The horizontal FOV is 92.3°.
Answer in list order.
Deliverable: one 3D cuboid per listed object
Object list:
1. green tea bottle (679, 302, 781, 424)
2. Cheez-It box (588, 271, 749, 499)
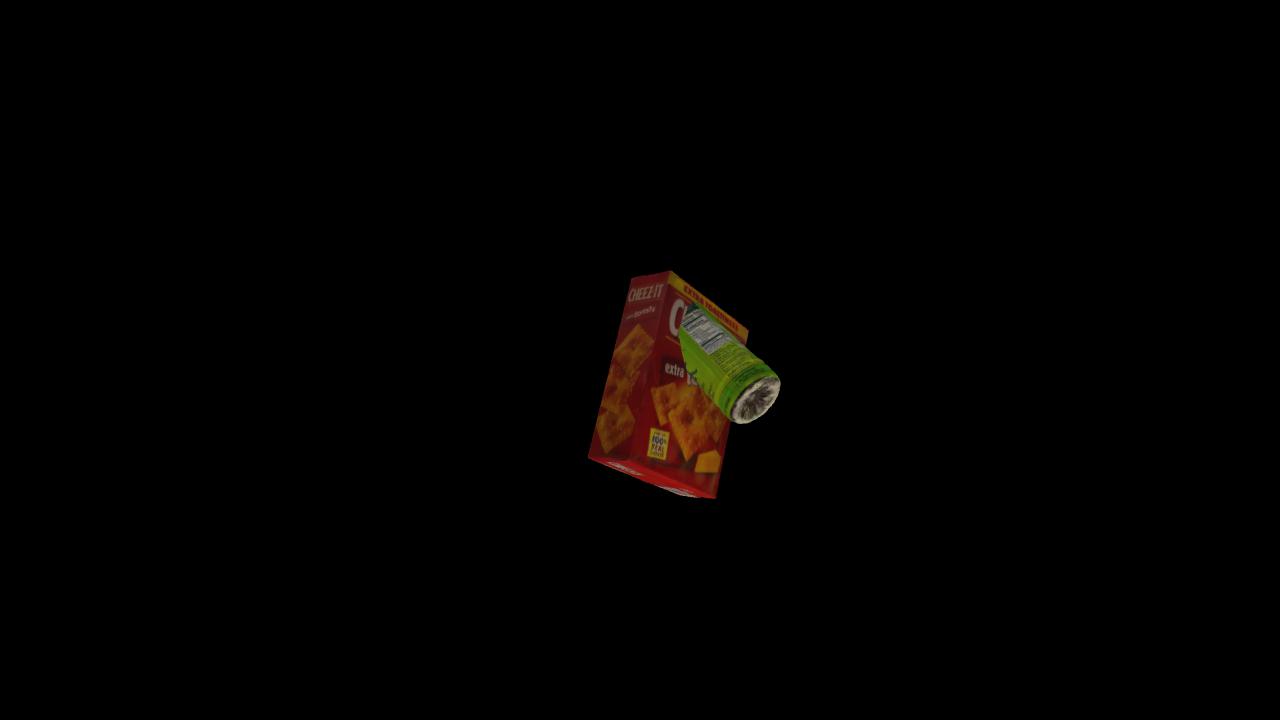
[{"bbox_3d":[0.068,-0.020,0.700,0.073,0.073,0.212,0,39,-39],"label":"green tea bottle"},{"bbox_3d":[0.041,0.033,0.717,0.071,0.223,0.166,-4,-26,42],"label":"Cheez-It box"}]
